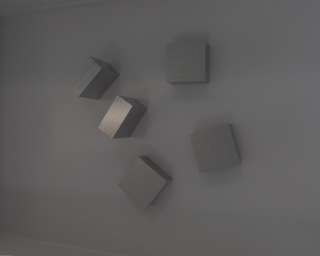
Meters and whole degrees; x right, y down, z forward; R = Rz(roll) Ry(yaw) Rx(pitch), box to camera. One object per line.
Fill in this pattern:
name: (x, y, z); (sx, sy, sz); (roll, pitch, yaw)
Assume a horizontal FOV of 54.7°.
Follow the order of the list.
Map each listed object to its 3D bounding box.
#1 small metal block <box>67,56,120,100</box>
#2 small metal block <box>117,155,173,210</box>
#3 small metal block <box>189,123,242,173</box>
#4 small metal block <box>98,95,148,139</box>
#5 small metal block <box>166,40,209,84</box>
small metal block: (-0.091, -0.068, 0.429); (0.050, 0.050, 0.025); (-47, 76, 14)
small metal block: (-0.020, 0.073, 0.418); (0.050, 0.025, 0.050); (39, 102, 15)
small metal block: (0.069, 0.025, 0.386); (0.050, 0.025, 0.050); (-16, 85, 19)
small metal block: (-0.048, -0.014, 0.414); (0.025, 0.050, 0.050); (36, 102, 16)
small metal block: (0.036, -0.083, 0.398); (0.050, 0.025, 0.050); (1, 90, 20)
